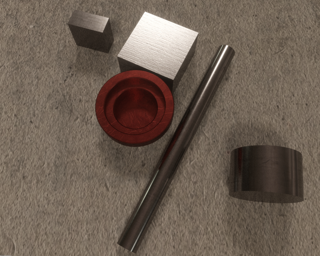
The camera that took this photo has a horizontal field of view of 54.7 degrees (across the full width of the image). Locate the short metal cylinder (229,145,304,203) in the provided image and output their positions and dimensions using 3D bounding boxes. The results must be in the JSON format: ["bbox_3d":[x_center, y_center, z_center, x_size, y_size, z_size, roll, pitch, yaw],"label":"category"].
[{"bbox_3d":[0.122,0.056,0.360,0.080,0.080,0.050,7,70,2],"label":"short metal cylinder"}]

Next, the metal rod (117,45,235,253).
[{"bbox_3d":[0.029,0.013,0.403,0.025,0.025,0.300,26,72,8],"label":"metal rod"}]

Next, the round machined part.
[{"bbox_3d":[-0.031,-0.022,0.404,0.099,0.042,0.098,0,74,1],"label":"round machined part"}]

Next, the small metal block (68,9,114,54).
[{"bbox_3d":[-0.097,-0.137,0.444,0.050,0.050,0.025,16,71,5],"label":"small metal block"}]

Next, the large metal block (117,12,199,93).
[{"bbox_3d":[-0.002,-0.102,0.432,0.080,0.050,0.080,24,72,8],"label":"large metal block"}]
